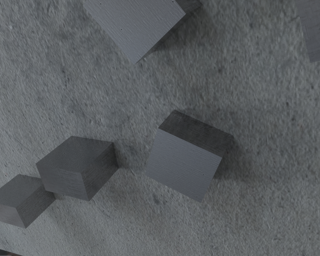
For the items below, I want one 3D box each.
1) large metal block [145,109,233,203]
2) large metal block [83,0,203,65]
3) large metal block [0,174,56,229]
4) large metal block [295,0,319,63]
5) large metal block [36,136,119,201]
[{"bbox_3d":[0.035,0.035,0.393,0.080,0.050,0.079,25,127,12],"label":"large metal block"},{"bbox_3d":[-0.018,-0.127,0.320,0.080,0.050,0.080,49,128,-7],"label":"large metal block"},{"bbox_3d":[-0.264,0.137,0.592,0.080,0.080,0.050,5,120,25],"label":"large metal block"},{"bbox_3d":[0.152,-0.095,0.232,0.080,0.080,0.050,-11,113,32],"label":"large metal block"},{"bbox_3d":[-0.122,0.058,0.469,0.080,0.080,0.050,7,121,24],"label":"large metal block"}]
